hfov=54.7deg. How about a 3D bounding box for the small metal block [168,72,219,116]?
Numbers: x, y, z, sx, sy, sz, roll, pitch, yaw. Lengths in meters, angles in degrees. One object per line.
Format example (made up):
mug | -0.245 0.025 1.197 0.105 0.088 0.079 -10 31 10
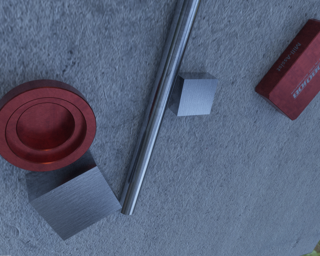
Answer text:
small metal block | 0.043 -0.044 0.403 0.050 0.025 0.050 -5 121 -26

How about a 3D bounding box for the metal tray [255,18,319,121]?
metal tray | 0.215 -0.085 0.469 0.090 0.030 0.130 29 102 -38

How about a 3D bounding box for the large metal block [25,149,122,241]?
large metal block | -0.105 0.079 0.382 0.080 0.050 0.080 -28 128 -11

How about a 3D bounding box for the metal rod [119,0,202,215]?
metal rod | -0.008 -0.012 0.395 0.025 0.025 0.298 3 117 -30

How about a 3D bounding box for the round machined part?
round machined part | -0.121 -0.006 0.326 0.099 0.042 0.097 -14 124 -21
